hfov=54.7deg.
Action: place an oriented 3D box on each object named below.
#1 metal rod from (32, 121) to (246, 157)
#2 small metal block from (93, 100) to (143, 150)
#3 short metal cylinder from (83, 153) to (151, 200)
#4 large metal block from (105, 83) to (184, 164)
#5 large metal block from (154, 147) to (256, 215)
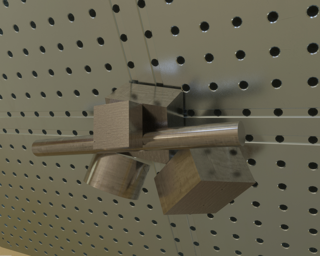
[{"bbox_3d":[-0.049,0.017,0.378,0.300,0.025,0.025,-5,116,31],"label":"metal rod"},{"bbox_3d":[-0.048,-0.001,0.350,0.050,0.025,0.050,-6,81,31],"label":"small metal block"},{"bbox_3d":[-0.059,0.062,0.433,0.080,0.080,0.050,18,83,18],"label":"short metal cylinder"},{"bbox_3d":[-0.017,-0.007,0.394,0.080,0.050,0.079,10,123,22],"label":"large metal block"},{"bbox_3d":[0.051,0.063,0.375,0.081,0.050,0.080,8,137,-31],"label":"large metal block"}]
